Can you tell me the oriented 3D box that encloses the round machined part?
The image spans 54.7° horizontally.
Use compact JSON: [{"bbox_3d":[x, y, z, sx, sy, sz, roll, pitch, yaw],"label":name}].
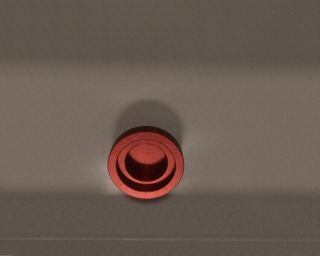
[{"bbox_3d":[-0.018,0.042,0.418,0.099,0.042,0.097,0,110,-1],"label":"round machined part"}]
